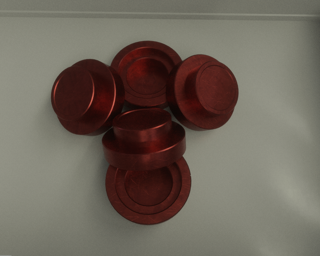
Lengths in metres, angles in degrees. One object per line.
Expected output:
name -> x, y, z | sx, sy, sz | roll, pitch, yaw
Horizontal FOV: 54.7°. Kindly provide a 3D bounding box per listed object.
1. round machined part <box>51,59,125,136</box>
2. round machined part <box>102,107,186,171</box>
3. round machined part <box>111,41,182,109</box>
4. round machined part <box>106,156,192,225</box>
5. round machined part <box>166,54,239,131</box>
round machined part -> -0.097, -0.040, 0.390 | 0.098, 0.042, 0.097 | -4, 82, 27
round machined part -> -0.019, 0.007, 0.366 | 0.099, 0.098, 0.042 | -6, 115, -2
round machined part -> -0.017, -0.066, 0.422 | 0.099, 0.042, 0.098 | 0, 70, 0
round machined part -> -0.013, 0.067, 0.374 | 0.099, 0.042, 0.098 | 0, 70, 0
round machined part -> 0.060, -0.047, 0.392 | 0.099, 0.042, 0.097 | 5, 81, -30
